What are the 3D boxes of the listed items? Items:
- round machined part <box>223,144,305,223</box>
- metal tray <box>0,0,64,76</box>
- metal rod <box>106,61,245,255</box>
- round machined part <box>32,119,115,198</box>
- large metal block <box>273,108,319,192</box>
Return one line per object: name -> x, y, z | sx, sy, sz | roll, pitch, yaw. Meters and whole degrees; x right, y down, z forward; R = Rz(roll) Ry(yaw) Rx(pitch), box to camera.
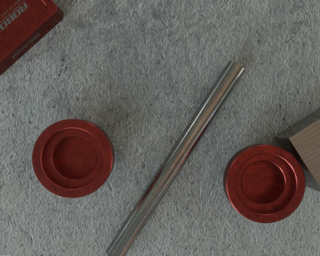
round machined part -> 0.131, 0.069, 0.403 | 0.099, 0.042, 0.097 | 0, 90, -1
metal tray -> -0.206, -0.140, 0.404 | 0.130, 0.030, 0.090 | -43, 91, -1
metal rod -> 0.021, 0.044, 0.410 | 0.025, 0.025, 0.299 | 33, 90, -1
round machined part -> -0.108, 0.037, 0.400 | 0.099, 0.042, 0.097 | 0, 90, -1
large metal block -> 0.211, 0.025, 0.400 | 0.080, 0.050, 0.080 | -32, 90, 0
